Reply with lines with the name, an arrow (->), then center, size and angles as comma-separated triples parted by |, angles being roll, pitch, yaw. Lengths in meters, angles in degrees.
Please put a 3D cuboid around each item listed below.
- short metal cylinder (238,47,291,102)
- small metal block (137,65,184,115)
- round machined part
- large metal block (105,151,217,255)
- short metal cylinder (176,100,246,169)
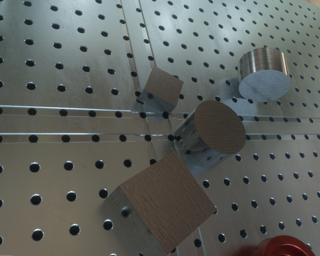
short metal cylinder -> 0.172, -0.087, 0.519 | 0.081, 0.080, 0.050 | 18, 55, -18
small metal block -> 0.001, -0.054, 0.441 | 0.050, 0.025, 0.050 | 27, 52, -12
round machined part -> 0.145, 0.181, 0.365 | 0.099, 0.042, 0.098 | 14, 56, -21
large metal block -> 0.001, 0.085, 0.341 | 0.081, 0.050, 0.080 | -28, 77, -37
short metal cylinder -> 0.069, 0.009, 0.423 | 0.081, 0.050, 0.080 | 13, 57, -21
